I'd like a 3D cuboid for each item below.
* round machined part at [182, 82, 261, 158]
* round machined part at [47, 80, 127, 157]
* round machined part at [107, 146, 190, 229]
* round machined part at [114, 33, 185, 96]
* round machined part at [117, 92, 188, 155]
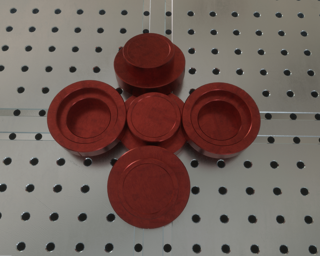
[{"bbox_3d":[0.077,-0.007,0.406,0.099,0.042,0.098,0,70,-1],"label":"round machined part"},{"bbox_3d":[-0.091,-0.010,0.405,0.099,0.042,0.098,0,70,-1],"label":"round machined part"},{"bbox_3d":[-0.013,0.069,0.365,0.099,0.042,0.097,0,85,0],"label":"round machined part"},{"bbox_3d":[-0.014,-0.092,0.424,0.099,0.042,0.098,-1,56,1],"label":"round machined part"},{"bbox_3d":[-0.008,-0.008,0.404,0.099,0.042,0.098,0,70,-1],"label":"round machined part"}]
